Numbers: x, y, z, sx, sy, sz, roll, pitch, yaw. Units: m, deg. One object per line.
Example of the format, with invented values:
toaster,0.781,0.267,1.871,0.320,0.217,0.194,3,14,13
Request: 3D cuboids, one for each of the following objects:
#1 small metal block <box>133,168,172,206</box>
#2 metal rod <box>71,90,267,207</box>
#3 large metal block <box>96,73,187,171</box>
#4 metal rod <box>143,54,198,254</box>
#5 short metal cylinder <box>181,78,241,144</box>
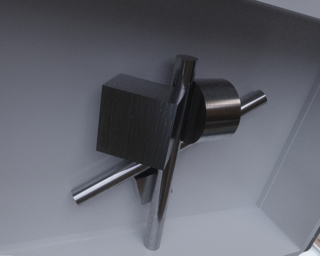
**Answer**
small metal block,-0.012,0.078,0.450,0.050,0.025,0.050,-20,126,-17
metal rod,0.021,0.023,0.433,0.302,0.025,0.025,-28,128,-11
large metal block,-0.021,-0.008,0.350,0.080,0.050,0.079,16,117,9
metal rod,0.009,0.053,0.412,0.025,0.025,0.298,-5,120,-27
short metal cylinder,0.055,-0.022,0.388,0.050,0.080,0.079,-5,121,-28
